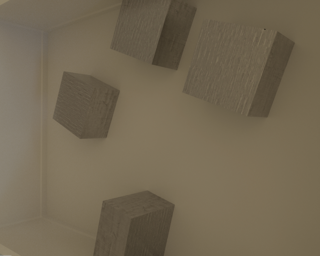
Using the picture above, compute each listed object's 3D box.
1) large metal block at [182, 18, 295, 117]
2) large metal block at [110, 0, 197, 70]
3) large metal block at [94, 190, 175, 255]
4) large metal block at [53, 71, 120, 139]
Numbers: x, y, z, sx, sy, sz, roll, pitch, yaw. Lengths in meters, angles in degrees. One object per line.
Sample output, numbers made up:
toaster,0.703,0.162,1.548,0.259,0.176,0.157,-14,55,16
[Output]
large metal block,0.080,-0.062,0.325,0.080,0.050,0.079,26,106,37
large metal block,-0.010,-0.127,0.399,0.080,0.050,0.079,29,108,36
large metal block,-0.033,0.133,0.398,0.050,0.081,0.079,19,102,38
large metal block,-0.118,-0.036,0.488,0.080,0.050,0.079,29,108,36
